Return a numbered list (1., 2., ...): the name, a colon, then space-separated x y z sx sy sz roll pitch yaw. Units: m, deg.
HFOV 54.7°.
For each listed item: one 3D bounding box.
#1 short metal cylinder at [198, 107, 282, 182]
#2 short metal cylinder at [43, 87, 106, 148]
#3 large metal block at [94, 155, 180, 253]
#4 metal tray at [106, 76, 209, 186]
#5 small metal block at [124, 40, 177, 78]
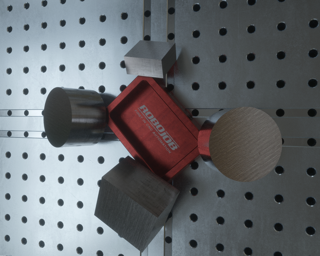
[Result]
1. short metal cylinder: 0.088 0.017 0.352 0.081 0.050 0.079 0 90 -7
2. short metal cylinder: -0.118 -0.014 0.425 0.080 0.050 0.079 1 91 45
3. large metal block: -0.031 0.096 0.392 0.080 0.050 0.079 32 131 16
4. metal tray: -0.006 0.001 0.411 0.090 0.030 0.130 -43 77 15
5. small metal block: -0.011 -0.090 0.400 0.050 0.050 0.025 10 131 20
